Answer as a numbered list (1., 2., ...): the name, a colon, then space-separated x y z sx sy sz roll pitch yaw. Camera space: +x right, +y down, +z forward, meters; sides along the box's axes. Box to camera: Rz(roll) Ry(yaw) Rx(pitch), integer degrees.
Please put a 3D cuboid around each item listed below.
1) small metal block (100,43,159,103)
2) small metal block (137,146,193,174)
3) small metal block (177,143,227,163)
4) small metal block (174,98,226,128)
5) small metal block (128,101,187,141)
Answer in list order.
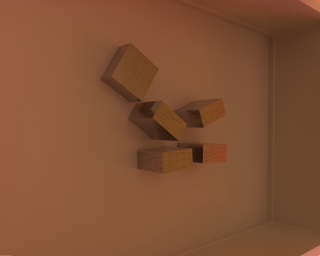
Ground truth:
1. small metal block: -0.036 -0.066 0.378 0.050 0.025 0.050 38 67 -34
2. small metal block: 0.006 0.040 0.398 0.050 0.050 0.025 -4 93 -40
3. small metal block: 0.060 0.035 0.443 0.050 0.050 0.025 2 89 -40
4. small metal block: 0.056 -0.021 0.440 0.050 0.050 0.025 -27 107 -37
5. small metal block: -0.003 -0.008 0.390 0.050 0.050 0.025 41 65 -33
